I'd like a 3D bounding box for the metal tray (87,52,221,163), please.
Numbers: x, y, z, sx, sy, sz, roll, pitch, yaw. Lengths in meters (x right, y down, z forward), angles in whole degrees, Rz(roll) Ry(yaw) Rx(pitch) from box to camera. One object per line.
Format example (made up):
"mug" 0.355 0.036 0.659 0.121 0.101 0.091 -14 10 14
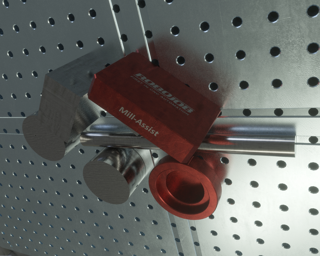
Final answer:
"metal tray" -0.003 -0.028 0.353 0.130 0.090 0.030 35 129 5

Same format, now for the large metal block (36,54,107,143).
"large metal block" -0.109 -0.040 0.409 0.050 0.080 0.079 33 129 6

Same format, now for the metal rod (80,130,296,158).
"metal rod" 0.017 0.018 0.413 0.300 0.025 0.025 1 119 27

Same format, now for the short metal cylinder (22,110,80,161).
"short metal cylinder" -0.164 0.005 0.484 0.080 0.050 0.079 13 124 21

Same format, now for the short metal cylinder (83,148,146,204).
"short metal cylinder" -0.069 0.069 0.474 0.080 0.050 0.079 13 124 21

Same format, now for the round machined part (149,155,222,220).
"round machined part" 0.037 0.075 0.427 0.098 0.042 0.097 13 124 21

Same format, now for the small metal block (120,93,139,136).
"small metal block" -0.030 -0.025 0.412 0.050 0.025 0.050 43 129 -2
